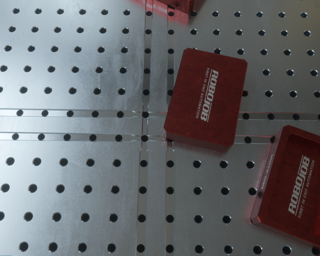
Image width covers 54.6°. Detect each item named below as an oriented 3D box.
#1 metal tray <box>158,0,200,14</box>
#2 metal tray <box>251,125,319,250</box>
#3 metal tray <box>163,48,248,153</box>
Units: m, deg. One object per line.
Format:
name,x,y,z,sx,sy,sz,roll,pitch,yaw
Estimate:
metal tray,0.014,-0.250,0.500,0.130,0.030,0.090,27,72,9
metal tray,0.177,0.071,0.384,0.090,0.030,0.130,21,71,7
metal tray,0.063,-0.040,0.424,0.090,0.030,0.130,13,70,5
